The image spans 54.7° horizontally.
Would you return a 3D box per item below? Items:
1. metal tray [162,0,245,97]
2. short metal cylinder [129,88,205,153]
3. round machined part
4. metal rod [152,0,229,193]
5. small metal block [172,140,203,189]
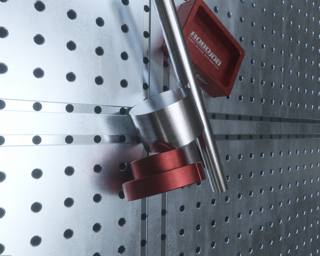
[{"bbox_3d":[0.071,-0.117,0.467,0.130,0.030,0.090,36,68,-35],"label":"metal tray"},{"bbox_3d":[0.009,-0.011,0.383,0.081,0.080,0.050,-35,112,-35],"label":"short metal cylinder"},{"bbox_3d":[0.002,0.053,0.369,0.099,0.098,0.042,-8,78,-40],"label":"round machined part"},{"bbox_3d":[0.042,-0.046,0.411,0.025,0.025,0.298,-32,111,-36],"label":"metal rod"},{"bbox_3d":[0.036,0.049,0.442,0.050,0.025,0.050,-46,118,-31],"label":"small metal block"}]
